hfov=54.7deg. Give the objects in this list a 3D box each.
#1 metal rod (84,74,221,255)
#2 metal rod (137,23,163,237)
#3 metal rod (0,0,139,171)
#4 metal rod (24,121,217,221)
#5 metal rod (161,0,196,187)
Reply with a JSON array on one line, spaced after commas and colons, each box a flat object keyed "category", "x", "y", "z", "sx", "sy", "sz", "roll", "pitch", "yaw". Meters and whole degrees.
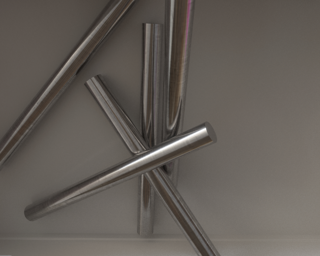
[{"category": "metal rod", "x": -0.003, "y": 0.064, "z": 0.398, "sx": 0.025, "sy": 0.025, "sz": 0.299, "roll": -33, "pitch": 94, "yaw": 11}, {"category": "metal rod", "x": -0.016, "y": 0.016, "z": 0.417, "sx": 0.025, "sy": 0.025, "sz": 0.298, "roll": 2, "pitch": 110, "yaw": -1}, {"category": "metal rod", "x": -0.131, "y": -0.052, "z": 0.390, "sx": 0.025, "sy": 0.025, "sz": 0.299, "roll": 40, "pitch": 105, "yaw": -14}, {"category": "metal rod", "x": -0.067, "y": 0.065, "z": 0.392, "sx": 0.300, "sy": 0.025, "sz": 0.025, "roll": -26, "pitch": 109, "yaw": 25}, {"category": "metal rod", "x": 0.015, "y": -0.025, "z": 0.338, "sx": 0.025, "sy": 0.025, "sz": 0.298, "roll": 1, "pitch": 135, "yaw": -1}]
